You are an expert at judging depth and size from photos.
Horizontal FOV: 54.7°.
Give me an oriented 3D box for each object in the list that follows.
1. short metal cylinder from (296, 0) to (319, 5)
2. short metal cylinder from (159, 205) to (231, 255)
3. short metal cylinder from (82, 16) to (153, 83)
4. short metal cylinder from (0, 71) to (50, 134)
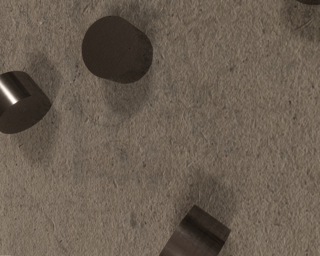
[{"bbox_3d":[0.175,-0.182,0.334,0.080,0.050,0.079,0,90,19],"label":"short metal cylinder"},{"bbox_3d":[0.040,0.138,0.365,0.050,0.080,0.080,33,101,16],"label":"short metal cylinder"},{"bbox_3d":[-0.056,-0.102,0.414,0.080,0.050,0.079,0,90,19],"label":"short metal cylinder"},{"bbox_3d":[-0.210,-0.037,0.452,0.080,0.080,0.050,-46,76,14],"label":"short metal cylinder"}]
